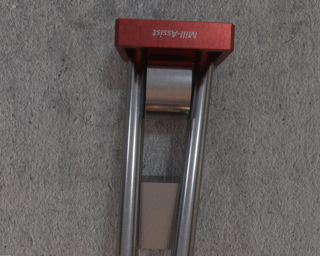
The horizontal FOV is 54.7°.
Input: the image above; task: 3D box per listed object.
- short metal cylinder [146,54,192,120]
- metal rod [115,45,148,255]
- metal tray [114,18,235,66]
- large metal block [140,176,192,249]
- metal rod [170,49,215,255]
[{"bbox_3d":[0.010,-0.050,0.384,0.050,0.080,0.079,2,90,-1],"label":"short metal cylinder"},{"bbox_3d":[-0.033,0.042,0.365,0.025,0.025,0.299,2,75,-1],"label":"metal rod"},{"bbox_3d":[0.016,-0.102,0.378,0.131,0.090,0.030,2,90,-1],"label":"metal tray"},{"bbox_3d":[0.002,0.105,0.397,0.081,0.050,0.079,2,90,-1],"label":"large metal block"},{"bbox_3d":[0.038,0.045,0.365,0.025,0.025,0.299,9,75,-1],"label":"metal rod"}]
